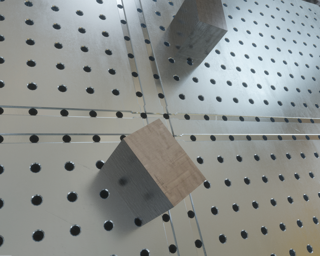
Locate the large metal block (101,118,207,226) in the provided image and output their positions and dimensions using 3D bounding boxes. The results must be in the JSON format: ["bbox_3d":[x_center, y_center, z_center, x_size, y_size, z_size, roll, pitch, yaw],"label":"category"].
[{"bbox_3d":[-0.011,0.050,0.336,0.050,0.080,0.080,-31,79,-38],"label":"large metal block"}]

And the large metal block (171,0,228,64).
[{"bbox_3d":[0.061,-0.166,0.506,0.050,0.080,0.080,11,57,-23],"label":"large metal block"}]
